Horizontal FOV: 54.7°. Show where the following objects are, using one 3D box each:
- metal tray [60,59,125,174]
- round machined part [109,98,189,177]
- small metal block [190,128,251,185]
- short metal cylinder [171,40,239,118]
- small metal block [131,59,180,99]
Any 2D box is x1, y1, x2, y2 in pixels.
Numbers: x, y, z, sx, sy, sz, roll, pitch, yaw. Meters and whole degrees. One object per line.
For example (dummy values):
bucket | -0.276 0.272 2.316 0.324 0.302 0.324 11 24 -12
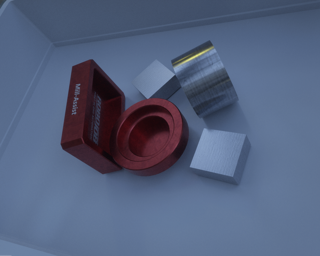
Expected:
metal tray | -0.083 -0.015 0.413 0.030 0.090 0.130 -16 55 20
round machined part | -0.010 0.015 0.386 0.098 0.042 0.098 -13 56 20
small metal block | 0.068 0.031 0.348 0.050 0.025 0.050 9 66 33
short metal cylinder | 0.054 -0.058 0.375 0.050 0.080 0.080 -26 53 12
small metal block | -0.006 -0.064 0.444 0.050 0.025 0.050 -42 50 -1
